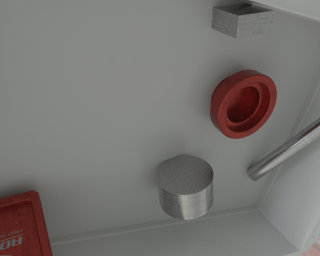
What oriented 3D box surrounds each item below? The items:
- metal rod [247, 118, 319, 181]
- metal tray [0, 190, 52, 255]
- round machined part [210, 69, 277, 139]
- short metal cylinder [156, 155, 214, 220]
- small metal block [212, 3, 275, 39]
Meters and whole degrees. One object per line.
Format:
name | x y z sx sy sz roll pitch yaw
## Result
metal rod | 0.248 -0.004 0.470 0.025 0.025 0.298 13 135 -34
metal tray | -0.193 0.131 0.341 0.131 0.090 0.030 -13 157 -22
round machined part | 0.112 -0.037 0.438 0.099 0.042 0.097 -14 125 -21
short metal cylinder | 0.037 0.084 0.447 0.081 0.080 0.050 -19 126 -18
small metal block | 0.097 -0.129 0.368 0.050 0.050 0.025 -15 125 -20
